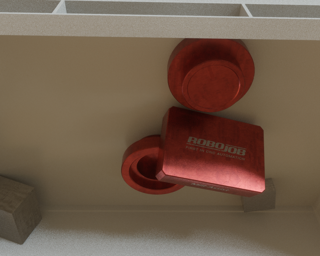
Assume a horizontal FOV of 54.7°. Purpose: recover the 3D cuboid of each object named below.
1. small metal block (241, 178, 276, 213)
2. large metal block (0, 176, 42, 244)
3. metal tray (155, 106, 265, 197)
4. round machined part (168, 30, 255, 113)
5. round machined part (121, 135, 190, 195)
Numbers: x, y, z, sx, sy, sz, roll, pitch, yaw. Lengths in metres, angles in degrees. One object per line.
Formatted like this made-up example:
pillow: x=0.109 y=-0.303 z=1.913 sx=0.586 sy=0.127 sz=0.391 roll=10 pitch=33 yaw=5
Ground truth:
small metal block: x=0.159 y=0.110 z=0.506 sx=0.050 sy=0.025 sz=0.050 roll=-9 pitch=130 yaw=7
large metal block: x=-0.239 y=0.124 z=0.479 sx=0.080 sy=0.050 sz=0.079 roll=16 pitch=130 yaw=11
metal tray: x=0.065 y=0.031 z=0.390 sx=0.131 sy=0.090 sz=0.030 roll=12 pitch=155 yaw=-11
round machined part: x=0.058 y=-0.056 z=0.351 sx=0.099 sy=0.042 sz=0.097 roll=-1 pitch=130 yaw=0
round machined part: x=-0.004 y=0.048 z=0.439 sx=0.099 sy=0.042 sz=0.097 roll=-1 pitch=130 yaw=0
